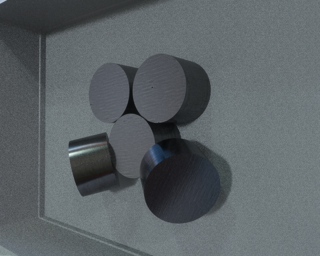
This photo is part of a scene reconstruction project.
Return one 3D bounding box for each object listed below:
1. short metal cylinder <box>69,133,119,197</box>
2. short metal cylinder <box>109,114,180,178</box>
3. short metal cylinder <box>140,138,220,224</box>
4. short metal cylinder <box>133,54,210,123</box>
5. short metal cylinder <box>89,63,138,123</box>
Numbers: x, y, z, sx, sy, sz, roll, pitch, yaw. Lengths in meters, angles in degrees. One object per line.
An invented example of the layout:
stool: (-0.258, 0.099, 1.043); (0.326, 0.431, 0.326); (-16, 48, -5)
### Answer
short metal cylinder: (-0.091, 0.050, 0.434); (0.050, 0.080, 0.080); (-14, 78, -6)
short metal cylinder: (-0.020, 0.022, 0.401); (0.080, 0.050, 0.079); (0, 90, 39)
short metal cylinder: (0.020, 0.057, 0.343); (0.050, 0.081, 0.079); (-120, 44, -72)
short metal cylinder: (0.013, -0.046, 0.376); (0.080, 0.050, 0.079); (0, 90, 39)
short metal cylinder: (-0.053, -0.046, 0.428); (0.080, 0.050, 0.079); (0, 90, 39)
